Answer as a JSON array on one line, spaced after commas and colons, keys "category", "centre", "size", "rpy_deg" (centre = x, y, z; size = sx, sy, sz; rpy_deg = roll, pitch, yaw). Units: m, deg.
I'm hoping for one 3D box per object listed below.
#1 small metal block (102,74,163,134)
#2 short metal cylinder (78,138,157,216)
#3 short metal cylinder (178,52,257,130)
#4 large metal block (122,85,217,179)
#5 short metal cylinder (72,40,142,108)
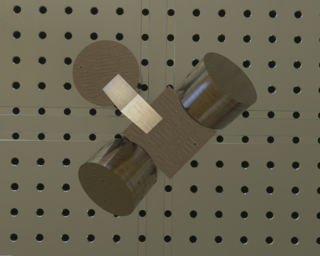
[{"category": "small metal block", "centre": [-0.031, -0.027, 0.347], "size": [0.025, 0.050, 0.050], "rpy_deg": [-45, 47, 2]}, {"category": "short metal cylinder", "centre": [-0.051, 0.059, 0.376], "size": [0.080, 0.050, 0.079], "rpy_deg": [18, 130, 23]}, {"category": "short metal cylinder", "centre": [0.069, -0.045, 0.376], "size": [0.080, 0.080, 0.050], "rpy_deg": [43, 129, 0]}, {"category": "large metal block", "centre": [0.012, 0.005, 0.395], "size": [0.080, 0.050, 0.080], "rpy_deg": [44, 90, 0]}, {"category": "short metal cylinder", "centre": [-0.065, -0.066, 0.397], "size": [0.081, 0.050, 0.079], "rpy_deg": [0, 90, 0]}]
